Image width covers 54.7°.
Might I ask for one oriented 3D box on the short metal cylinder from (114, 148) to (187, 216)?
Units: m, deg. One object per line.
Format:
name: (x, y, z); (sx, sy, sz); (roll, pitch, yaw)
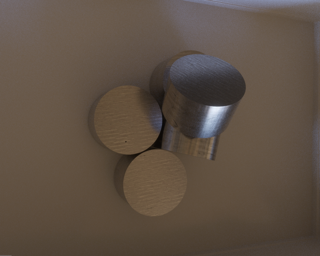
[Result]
short metal cylinder: (-0.013, 0.065, 0.391); (0.081, 0.050, 0.079); (0, 90, -21)

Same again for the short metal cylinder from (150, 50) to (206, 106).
short metal cylinder: (0.033, -0.057, 0.409); (0.081, 0.050, 0.079); (0, 90, -21)

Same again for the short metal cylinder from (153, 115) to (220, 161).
short metal cylinder: (0.035, 0.009, 0.394); (0.081, 0.080, 0.050); (14, 85, -20)

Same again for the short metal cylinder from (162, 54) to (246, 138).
short metal cylinder: (0.046, -0.036, 0.339); (0.081, 0.050, 0.080); (6, 50, -7)

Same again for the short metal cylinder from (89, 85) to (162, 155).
short metal cylinder: (-0.044, -0.009, 0.379); (0.081, 0.050, 0.079); (0, 90, -21)
